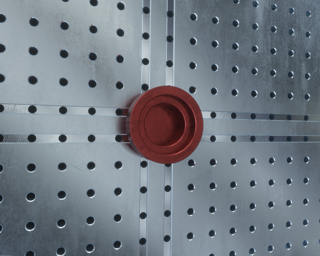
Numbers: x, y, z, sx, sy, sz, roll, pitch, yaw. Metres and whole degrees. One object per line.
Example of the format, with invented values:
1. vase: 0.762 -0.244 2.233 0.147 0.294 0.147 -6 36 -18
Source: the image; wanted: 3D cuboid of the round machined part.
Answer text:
1. round machined part: 0.003 -0.004 0.404 0.099 0.042 0.097 0 90 -20
